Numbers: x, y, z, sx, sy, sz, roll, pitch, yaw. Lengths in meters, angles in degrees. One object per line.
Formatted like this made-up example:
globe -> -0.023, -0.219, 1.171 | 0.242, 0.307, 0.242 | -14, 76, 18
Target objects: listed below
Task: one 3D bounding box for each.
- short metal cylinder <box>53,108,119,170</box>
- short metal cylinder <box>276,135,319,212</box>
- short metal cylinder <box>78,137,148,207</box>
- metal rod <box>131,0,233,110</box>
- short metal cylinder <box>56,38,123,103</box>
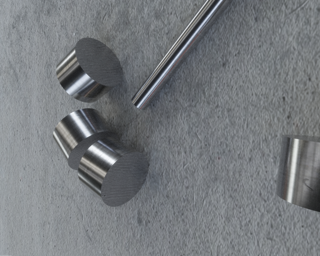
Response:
short metal cylinder -> -0.109, 0.017, 0.459 | 0.050, 0.081, 0.080 | 50, 119, 28
short metal cylinder -> 0.140, 0.035, 0.254 | 0.080, 0.081, 0.050 | 9, 96, 39
short metal cylinder -> -0.062, 0.059, 0.421 | 0.050, 0.081, 0.079 | 27, 107, 36
metal rod -> 0.057, -0.133, 0.357 | 0.298, 0.025, 0.025 | -49, 61, 28
short metal cylinder -> -0.102, -0.084, 0.453 | 0.050, 0.081, 0.080 | -31, 71, 36
